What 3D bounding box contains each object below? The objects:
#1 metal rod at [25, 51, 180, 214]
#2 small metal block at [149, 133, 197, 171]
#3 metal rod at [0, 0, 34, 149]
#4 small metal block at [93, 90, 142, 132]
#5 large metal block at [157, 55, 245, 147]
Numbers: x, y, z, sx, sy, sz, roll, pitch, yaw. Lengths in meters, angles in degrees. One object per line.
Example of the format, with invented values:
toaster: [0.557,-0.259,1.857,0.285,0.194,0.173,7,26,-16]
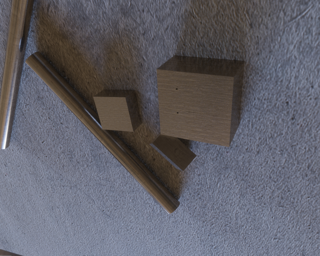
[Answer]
metal rod: [-0.079,0.011,0.453,0.300,0.025,0.025,48,129,-6]
small metal block: [0.015,0.028,0.397,0.050,0.025,0.050,42,173,-2]
metal rod: [-0.233,-0.069,0.483,0.025,0.025,0.298,35,129,4]
small metal block: [-0.057,-0.024,0.420,0.050,0.025,0.050,4,120,26]
large metal block: [0.046,-0.032,0.346,0.080,0.050,0.079,10,123,22]
